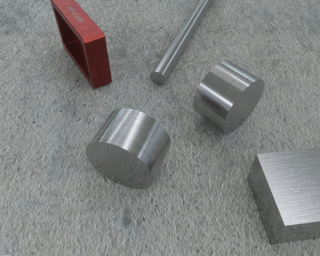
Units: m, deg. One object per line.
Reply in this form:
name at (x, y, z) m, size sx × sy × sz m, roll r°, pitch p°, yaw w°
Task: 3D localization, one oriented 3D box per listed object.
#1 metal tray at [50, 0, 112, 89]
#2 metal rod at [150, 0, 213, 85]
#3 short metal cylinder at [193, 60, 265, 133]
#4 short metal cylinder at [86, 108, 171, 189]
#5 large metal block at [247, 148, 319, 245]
metal tray at (-0.120, -0.132, 0.470) m, size 0.030 × 0.090 × 0.130 m, roll -26°, pitch 55°, yaw -20°
metal rod at (0.053, -0.181, 0.555) m, size 0.025 × 0.025 × 0.301 m, roll 17°, pitch 52°, yaw 14°
short metal cylinder at (0.089, -0.040, 0.402) m, size 0.080 × 0.080 × 0.050 m, roll -35°, pitch 59°, yaw -26°
short metal cylinder at (-0.034, 0.024, 0.347) m, size 0.080 × 0.080 × 0.050 m, roll 17°, pitch 52°, yaw 14°
large metal block at (0.149, 0.070, 0.329) m, size 0.081 × 0.050 × 0.080 m, roll -5°, pitch 50°, yaw -5°
